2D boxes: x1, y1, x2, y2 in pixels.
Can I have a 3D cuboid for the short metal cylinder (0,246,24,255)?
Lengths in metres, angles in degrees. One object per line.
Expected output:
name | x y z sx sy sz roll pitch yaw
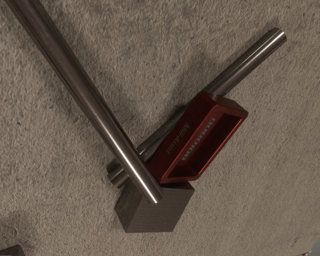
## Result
short metal cylinder | -0.194 0.196 0.387 0.050 0.080 0.079 -14 125 -21

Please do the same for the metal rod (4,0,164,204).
metal rod | -0.071 -0.027 0.319 0.025 0.025 0.299 -34 119 -7

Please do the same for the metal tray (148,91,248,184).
metal tray | 0.052 0.017 0.418 0.091 0.030 0.129 7 123 -49

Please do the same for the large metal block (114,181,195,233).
large metal block | -0.009 0.104 0.452 0.081 0.050 0.079 12 112 -34

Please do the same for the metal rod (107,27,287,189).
metal rod | 0.050 -0.027 0.419 0.300 0.025 0.025 -41 130 0
